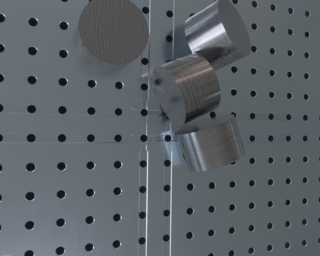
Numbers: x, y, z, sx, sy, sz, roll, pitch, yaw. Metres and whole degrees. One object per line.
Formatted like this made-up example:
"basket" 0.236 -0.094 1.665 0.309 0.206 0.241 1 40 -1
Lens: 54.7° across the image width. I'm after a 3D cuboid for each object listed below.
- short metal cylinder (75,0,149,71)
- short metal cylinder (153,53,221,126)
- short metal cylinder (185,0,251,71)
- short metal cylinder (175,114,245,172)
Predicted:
"short metal cylinder" -0.060 -0.112 0.377 0.081 0.050 0.079 0 90 -20
"short metal cylinder" 0.032 -0.049 0.395 0.050 0.080 0.080 -25 98 -18
"short metal cylinder" 0.077 -0.122 0.408 0.080 0.050 0.080 27 53 -41
"short metal cylinder" 0.065 0.018 0.407 0.081 0.080 0.050 -21 97 -19
